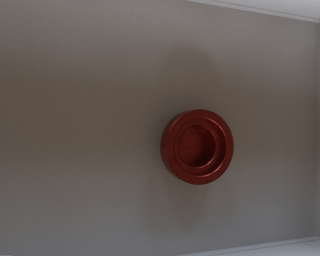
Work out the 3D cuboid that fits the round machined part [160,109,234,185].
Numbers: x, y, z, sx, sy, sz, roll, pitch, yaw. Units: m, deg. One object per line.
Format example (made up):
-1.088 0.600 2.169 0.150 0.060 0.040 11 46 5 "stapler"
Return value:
0.046 0.024 0.418 0.099 0.042 0.097 0 90 -20 "round machined part"
